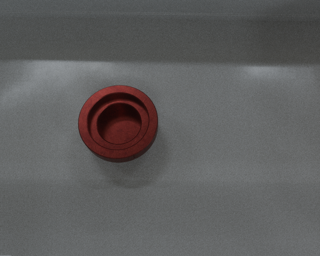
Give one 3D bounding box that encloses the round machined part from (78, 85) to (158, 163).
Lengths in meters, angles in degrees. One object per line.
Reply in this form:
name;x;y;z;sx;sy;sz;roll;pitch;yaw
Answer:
round machined part;-0.051;-0.002;0.401;0.099;0.042;0.098;0;70;0
